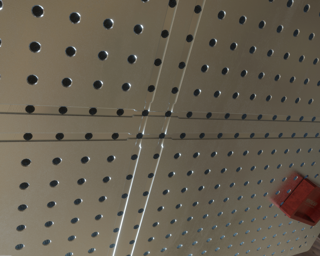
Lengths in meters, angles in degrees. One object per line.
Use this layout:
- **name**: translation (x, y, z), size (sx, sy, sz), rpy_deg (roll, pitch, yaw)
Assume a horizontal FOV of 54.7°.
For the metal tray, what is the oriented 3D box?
- **metal tray**: translation (0.341, 0.171, 0.704), size (0.131, 0.030, 0.090), rpy_deg (26, 104, -38)
